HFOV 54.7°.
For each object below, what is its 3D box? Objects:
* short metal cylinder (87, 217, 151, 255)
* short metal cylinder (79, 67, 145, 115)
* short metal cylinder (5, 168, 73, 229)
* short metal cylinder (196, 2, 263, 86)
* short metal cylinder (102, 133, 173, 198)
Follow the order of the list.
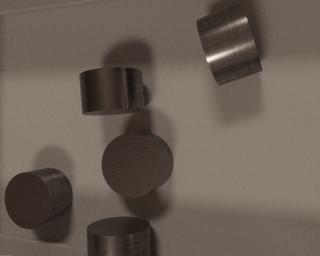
[{"bbox_3d":[-0.052,0.150,0.399,0.080,0.080,0.050,-2,90,19],"label":"short metal cylinder"},{"bbox_3d":[-0.061,-0.045,0.402,0.080,0.080,0.050,-5,88,19],"label":"short metal cylinder"},{"bbox_3d":[-0.179,0.102,0.458,0.080,0.050,0.079,0,90,19],"label":"short metal cylinder"},{"bbox_3d":[0.080,-0.094,0.353,0.050,0.080,0.080,-18,84,19],"label":"short metal cylinder"},{"bbox_3d":[-0.028,0.047,0.406,0.080,0.050,0.079,0,90,19],"label":"short metal cylinder"}]
